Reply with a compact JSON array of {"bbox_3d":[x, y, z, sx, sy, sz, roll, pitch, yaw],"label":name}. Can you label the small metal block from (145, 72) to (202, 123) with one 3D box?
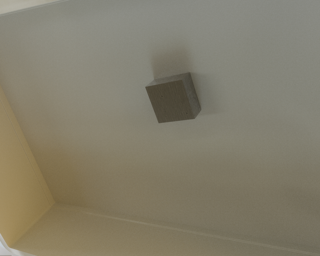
[{"bbox_3d":[0.017,-0.036,0.378,0.050,0.025,0.050,-7,115,31],"label":"small metal block"}]
